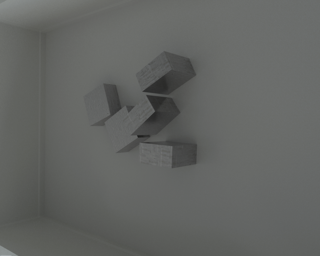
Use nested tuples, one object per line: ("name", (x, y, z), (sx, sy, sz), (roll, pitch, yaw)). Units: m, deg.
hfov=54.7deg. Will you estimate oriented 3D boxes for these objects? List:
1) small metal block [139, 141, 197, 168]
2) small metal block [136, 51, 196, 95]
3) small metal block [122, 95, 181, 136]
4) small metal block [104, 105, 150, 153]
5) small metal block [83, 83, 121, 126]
("small metal block", (0.010, 0.031, 0.380), (0.050, 0.050, 0.025), (4, 93, 39))
("small metal block", (0.008, -0.066, 0.383), (0.050, 0.050, 0.025), (-32, 70, 35))
("small metal block", (-0.011, -0.015, 0.398), (0.050, 0.050, 0.025), (-43, 65, 31))
("small metal block", (-0.048, 0.002, 0.444), (0.050, 0.025, 0.050), (-34, 69, 34))
("small metal block", (-0.088, -0.035, 0.477), (0.050, 0.025, 0.050), (-24, 75, 37))
